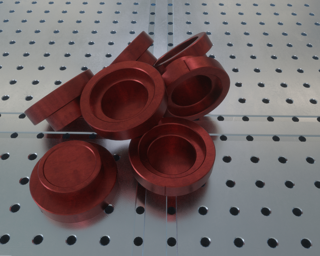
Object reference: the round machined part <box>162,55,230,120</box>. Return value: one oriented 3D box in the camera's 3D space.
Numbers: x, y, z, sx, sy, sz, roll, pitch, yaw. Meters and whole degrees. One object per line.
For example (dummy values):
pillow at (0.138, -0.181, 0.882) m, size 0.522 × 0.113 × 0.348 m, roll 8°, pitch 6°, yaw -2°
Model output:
round machined part at (0.038, -0.055, 0.406) m, size 0.099 × 0.098 × 0.042 m, roll -15°, pitch 54°, yaw -12°

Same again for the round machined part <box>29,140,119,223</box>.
round machined part at (-0.098, 0.053, 0.352) m, size 0.099 × 0.042 × 0.098 m, roll 0°, pitch 50°, yaw 0°

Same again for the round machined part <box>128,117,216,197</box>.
round machined part at (0.014, 0.037, 0.366) m, size 0.099 × 0.042 × 0.098 m, roll 0°, pitch 50°, yaw 0°

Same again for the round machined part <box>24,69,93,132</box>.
round machined part at (-0.119, -0.031, 0.400) m, size 0.098 × 0.098 × 0.042 m, roll -42°, pitch 106°, yaw -29°

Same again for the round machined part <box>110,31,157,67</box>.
round machined part at (-0.042, -0.089, 0.448) m, size 0.042 × 0.098 × 0.098 m, roll 43°, pitch 54°, yaw -13°

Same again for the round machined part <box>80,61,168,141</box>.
round machined part at (-0.038, -0.028, 0.361) m, size 0.098 × 0.042 × 0.098 m, roll -6°, pitch 58°, yaw 10°

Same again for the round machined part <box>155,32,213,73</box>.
round machined part at (0.035, -0.096, 0.456) m, size 0.098 × 0.042 × 0.098 m, roll -31°, pitch 17°, yaw 11°
